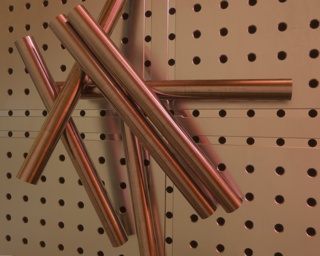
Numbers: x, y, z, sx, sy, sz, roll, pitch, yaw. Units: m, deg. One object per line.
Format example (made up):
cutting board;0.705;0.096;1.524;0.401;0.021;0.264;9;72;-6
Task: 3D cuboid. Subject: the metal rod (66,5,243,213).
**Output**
metal rod;-0.004;-0.019;0.371;0.025;0.025;0.300;-38;94;16

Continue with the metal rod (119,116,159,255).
metal rod;-0.031;0.068;0.423;0.025;0.025;0.299;-10;87;20

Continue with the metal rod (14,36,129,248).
metal rod;-0.114;0.023;0.415;0.025;0.025;0.299;-21;98;19

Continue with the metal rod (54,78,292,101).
metal rod;0.002;-0.048;0.389;0.301;0.025;0.025;2;91;16

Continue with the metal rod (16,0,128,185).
metal rod;-0.101;-0.072;0.398;0.025;0.025;0.299;18;77;19

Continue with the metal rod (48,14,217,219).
metal rod;-0.031;-0.011;0.382;0.025;0.025;0.300;-37;94;16
